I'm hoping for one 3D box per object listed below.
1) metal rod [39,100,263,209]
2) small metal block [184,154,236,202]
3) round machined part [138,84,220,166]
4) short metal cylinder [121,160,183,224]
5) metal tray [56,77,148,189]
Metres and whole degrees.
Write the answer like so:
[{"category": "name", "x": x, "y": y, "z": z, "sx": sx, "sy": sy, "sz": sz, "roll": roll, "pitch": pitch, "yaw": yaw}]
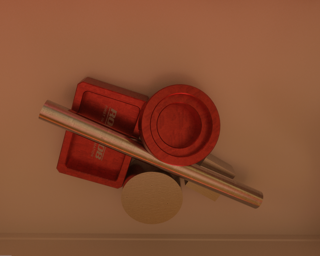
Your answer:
[{"category": "metal rod", "x": -0.002, "y": 0.038, "z": 0.393, "sx": 0.302, "sy": 0.025, "sz": 0.025, "roll": 24, "pitch": 108, "yaw": -12}, {"category": "small metal block", "x": 0.069, "y": 0.067, "z": 0.435, "sx": 0.050, "sy": 0.025, "sz": 0.050, "roll": 30, "pitch": 107, "yaw": -11}, {"category": "round machined part", "x": 0.021, "y": -0.003, "z": 0.387, "sx": 0.099, "sy": 0.042, "sz": 0.097, "roll": 0, "pitch": 88, "yaw": -14}, {"category": "short metal cylinder", "x": -0.011, "y": 0.084, "z": 0.426, "sx": 0.081, "sy": 0.050, "sz": 0.079, "roll": 0, "pitch": 110, "yaw": -1}, {"category": "metal tray", "x": -0.075, "y": 0.009, "z": 0.408, "sx": 0.091, "sy": 0.030, "sz": 0.129, "roll": 17, "pitch": 109, "yaw": -7}]
